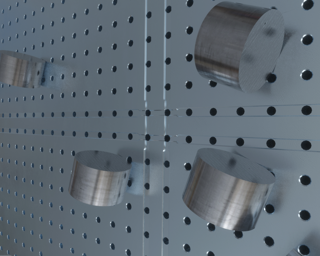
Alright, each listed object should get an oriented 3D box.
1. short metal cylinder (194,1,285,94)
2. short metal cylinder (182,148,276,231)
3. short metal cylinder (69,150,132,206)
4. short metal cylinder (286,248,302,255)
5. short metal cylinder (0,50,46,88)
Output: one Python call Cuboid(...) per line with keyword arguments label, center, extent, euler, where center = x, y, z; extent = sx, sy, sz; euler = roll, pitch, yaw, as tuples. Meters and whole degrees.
Cuboid(label="short metal cylinder", center=(0.079, -0.080, 0.307), extent=(0.050, 0.081, 0.079), euler=(28, 108, 36))
Cuboid(label="short metal cylinder", center=(0.069, 0.059, 0.316), extent=(0.080, 0.081, 0.050), euler=(27, 107, 36))
Cuboid(label="short metal cylinder", center=(-0.085, 0.069, 0.441), extent=(0.080, 0.081, 0.050), euler=(22, 104, 37))
Cuboid(label="short metal cylinder", center=(0.115, 0.157, 0.278), extent=(0.050, 0.081, 0.080), euler=(43, 116, 31))
Cuboid(label="short metal cylinder", center=(-0.265, -0.112, 0.588), extent=(0.080, 0.081, 0.050), euler=(28, 107, 36))
